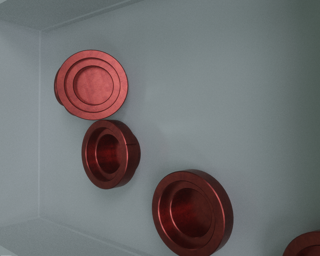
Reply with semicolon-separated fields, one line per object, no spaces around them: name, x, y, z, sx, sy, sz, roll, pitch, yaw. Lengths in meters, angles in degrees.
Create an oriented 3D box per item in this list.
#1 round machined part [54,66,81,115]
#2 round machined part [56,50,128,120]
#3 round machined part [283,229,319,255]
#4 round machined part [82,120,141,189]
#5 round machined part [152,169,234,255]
round machined part;-0.136;-0.068;0.505;0.098;0.042;0.097;0;90;39
round machined part;-0.095;-0.061;0.450;0.099;0.042;0.097;-1;96;-5
round machined part;0.154;0.133;0.256;0.098;0.042;0.097;-5;84;57
round machined part;-0.066;0.037;0.448;0.098;0.042;0.097;0;90;39
round machined part;0.041;0.097;0.360;0.098;0.042;0.097;0;90;39
